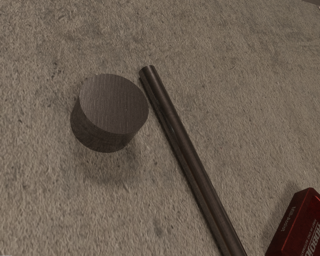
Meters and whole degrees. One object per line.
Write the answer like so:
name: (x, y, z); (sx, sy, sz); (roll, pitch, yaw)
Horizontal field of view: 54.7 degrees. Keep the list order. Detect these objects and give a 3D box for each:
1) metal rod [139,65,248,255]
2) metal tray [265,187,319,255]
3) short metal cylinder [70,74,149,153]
metal rod: (0.041, 0.046, 0.399); (0.025, 0.025, 0.299); (-12, 68, -34)
metal tray: (0.207, 0.155, 0.419); (0.090, 0.030, 0.131); (46, 51, 3)
short metal cylinder: (-0.060, -0.017, 0.367); (0.081, 0.050, 0.080); (14, 56, -21)
